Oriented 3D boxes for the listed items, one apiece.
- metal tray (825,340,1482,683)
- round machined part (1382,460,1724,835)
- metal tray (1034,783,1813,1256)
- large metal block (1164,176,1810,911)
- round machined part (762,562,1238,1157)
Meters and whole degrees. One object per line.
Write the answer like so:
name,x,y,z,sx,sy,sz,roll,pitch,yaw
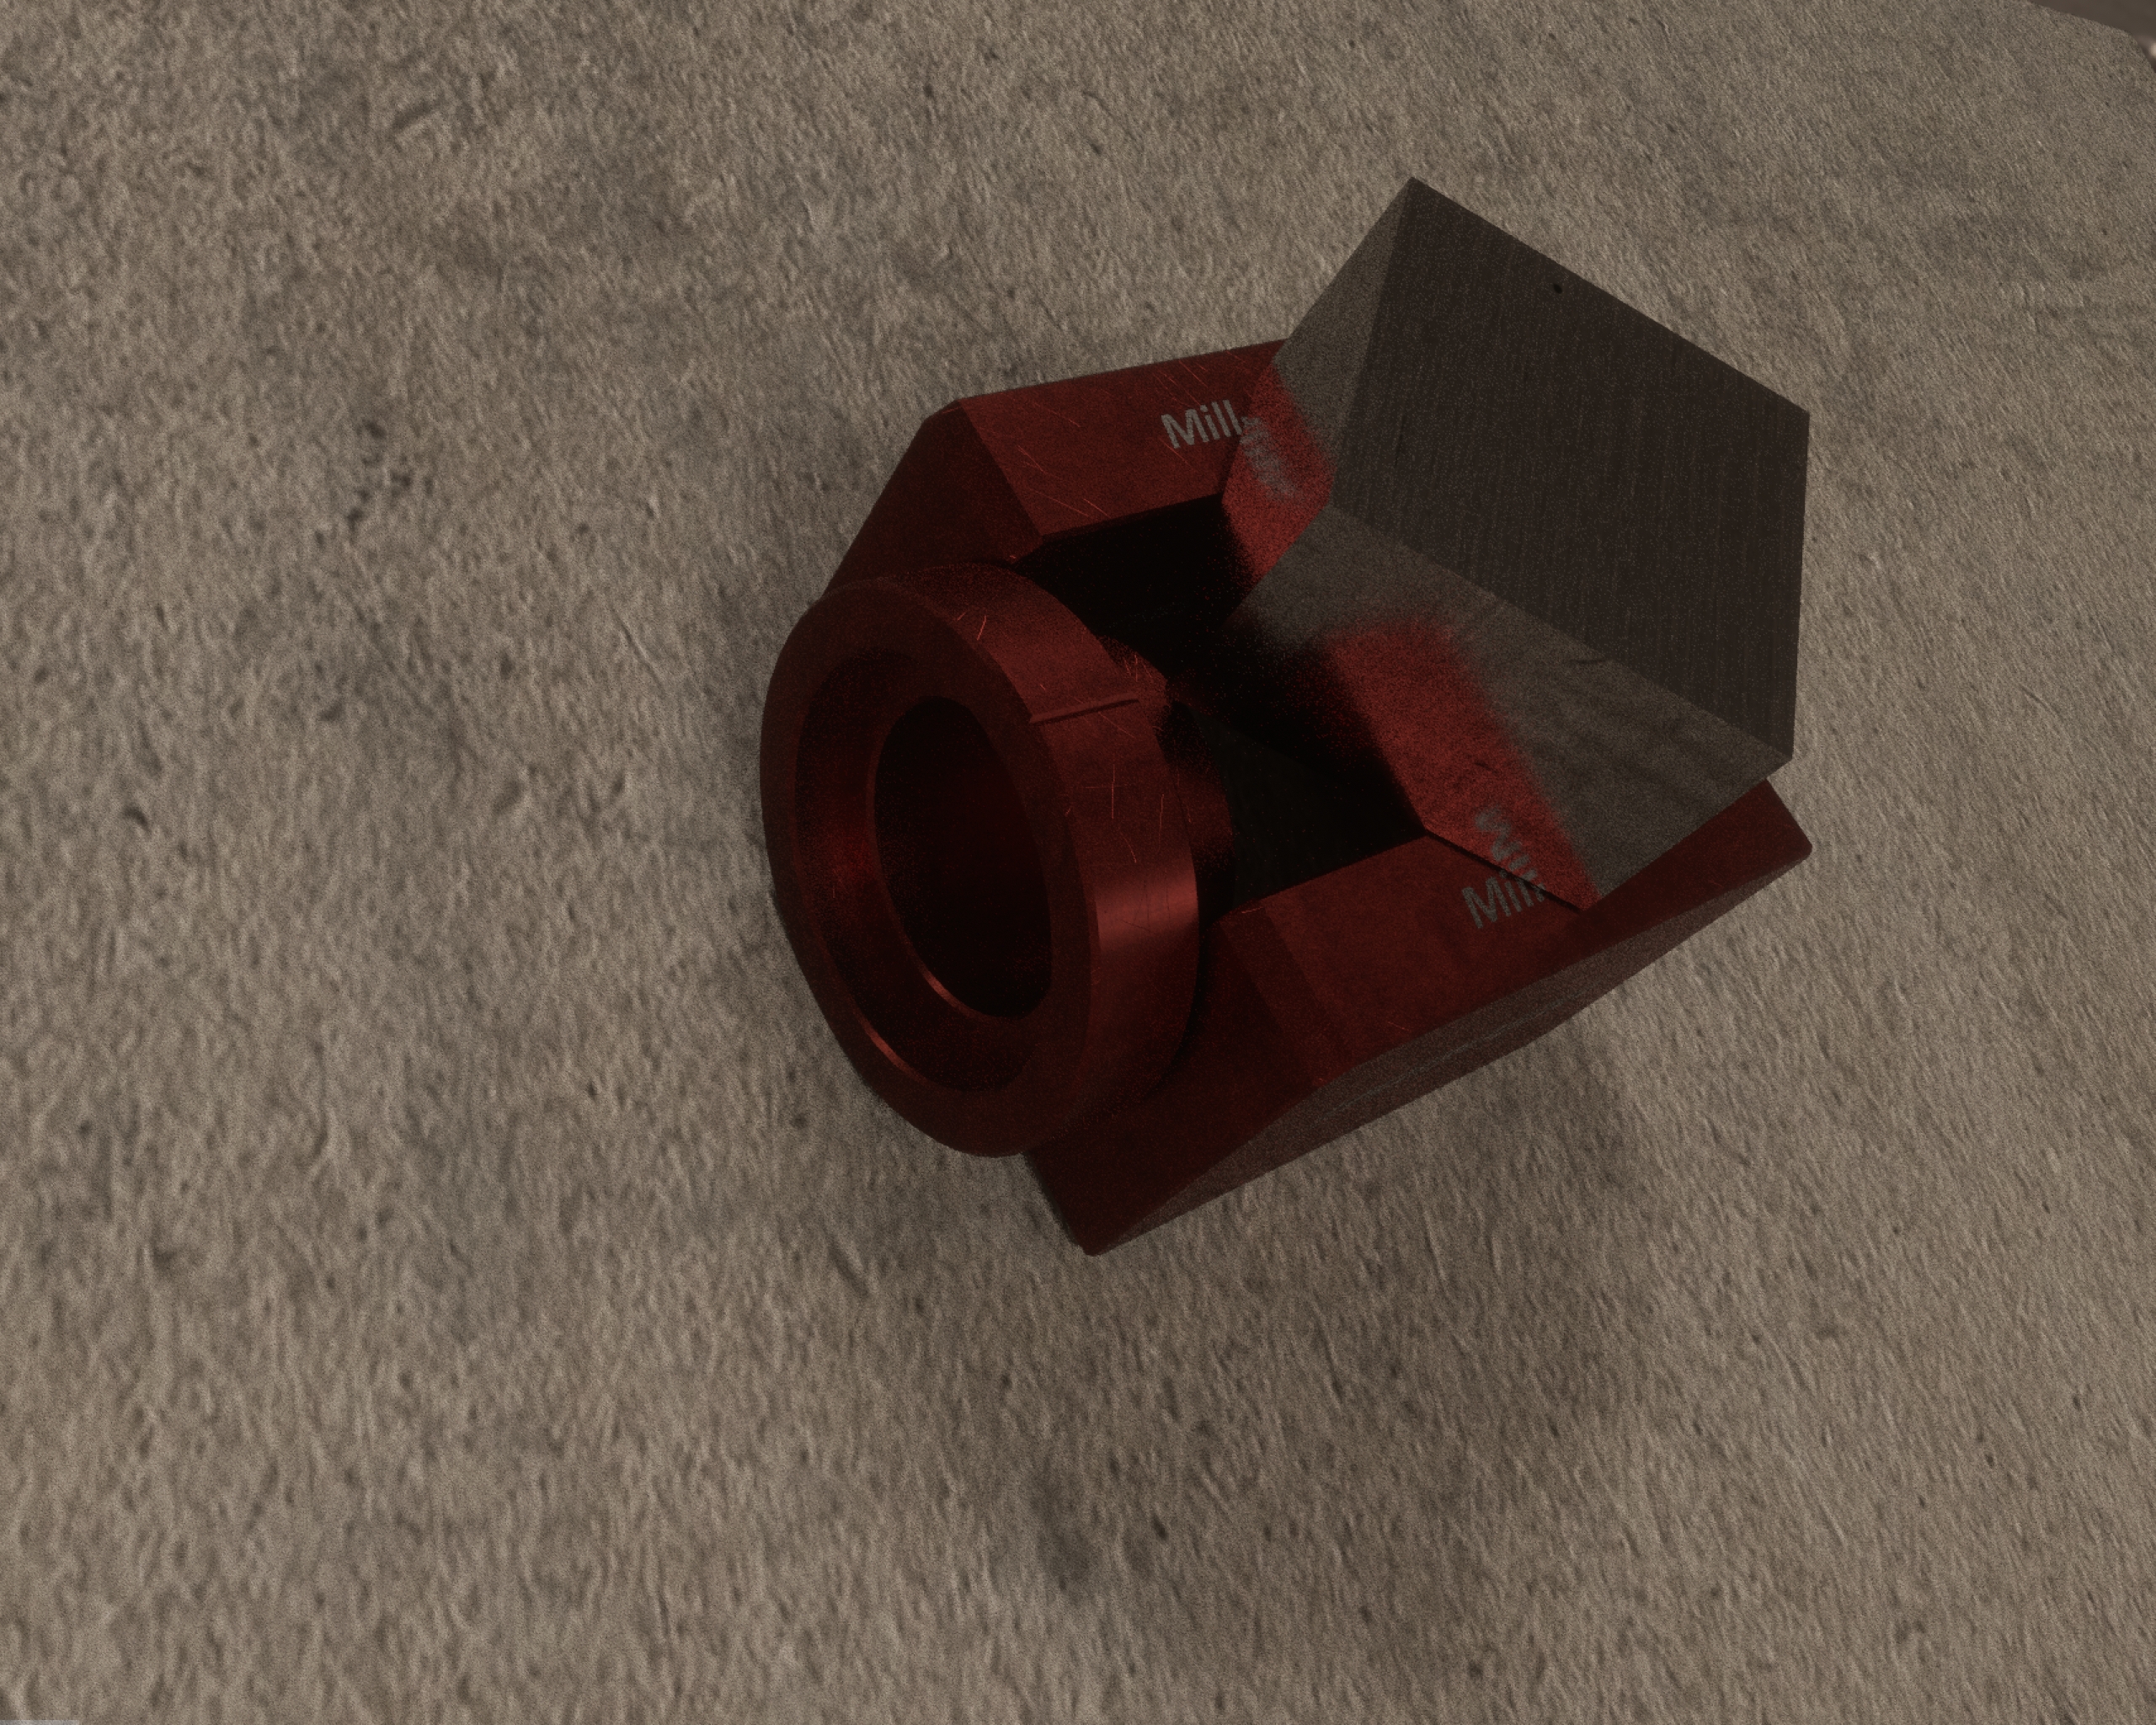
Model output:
metal tray,0.014,-0.060,0.411,0.131,0.090,0.030,-20,73,-36
round machined part,0.091,-0.038,0.432,0.042,0.097,0.098,-17,71,-35
metal tray,0.062,0.022,0.383,0.131,0.090,0.030,-19,72,-36
large metal block,0.069,-0.052,0.341,0.080,0.050,0.080,26,52,-12
round machined part,-0.011,-0.003,0.355,0.042,0.097,0.098,-17,71,-35
